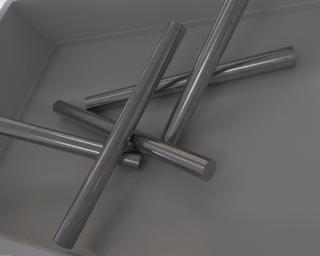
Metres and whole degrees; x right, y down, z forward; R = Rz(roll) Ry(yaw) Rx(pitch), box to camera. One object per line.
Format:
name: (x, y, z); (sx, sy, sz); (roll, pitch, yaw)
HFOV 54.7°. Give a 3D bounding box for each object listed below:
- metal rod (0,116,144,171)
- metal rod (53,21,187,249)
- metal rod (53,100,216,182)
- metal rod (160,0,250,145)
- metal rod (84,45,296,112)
metal rod: (-0.169, 0.008, 0.416); (0.301, 0.025, 0.025); (14, 67, 8)
metal rod: (-0.044, 0.002, 0.378); (0.025, 0.025, 0.299); (21, 80, 36)
metal rod: (-0.057, 0.005, 0.420); (0.300, 0.025, 0.025); (20, 72, 39)
metal rod: (0.072, -0.112, 0.354); (0.025, 0.025, 0.298); (37, 109, 38)
metal rod: (0.025, -0.062, 0.430); (0.300, 0.025, 0.025); (-10, 57, 22)
